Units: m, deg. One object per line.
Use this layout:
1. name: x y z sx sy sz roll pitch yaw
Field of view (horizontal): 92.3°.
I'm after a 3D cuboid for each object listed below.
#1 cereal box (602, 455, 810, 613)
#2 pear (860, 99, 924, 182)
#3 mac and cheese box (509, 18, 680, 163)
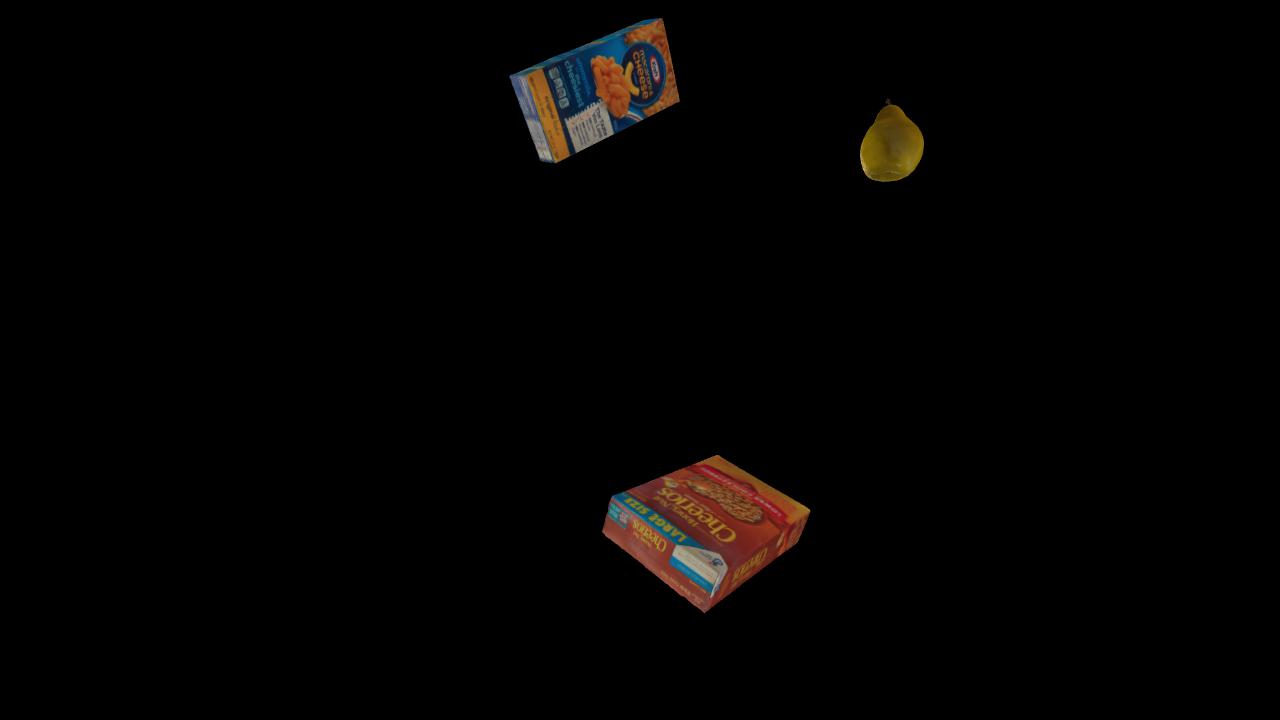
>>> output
1. cereal box: 0.115 0.258 0.986 0.203 0.081 0.306 28 21 34
2. pear: 0.314 -0.282 0.765 0.080 0.111 0.080 6 -5 1
3. mac and cheese box: -0.042 -0.294 0.670 0.184 0.093 0.041 -36 37 -23
